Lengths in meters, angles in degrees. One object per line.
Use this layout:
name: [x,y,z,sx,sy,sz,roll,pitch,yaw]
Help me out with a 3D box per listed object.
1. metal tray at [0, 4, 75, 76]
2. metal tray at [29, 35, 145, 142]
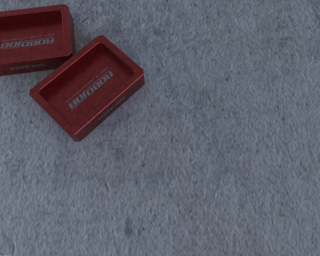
metal tray: [-0.193,-0.127,0.449,0.131,0.030,0.090,-8,70,-4]
metal tray: [-0.096,-0.056,0.424,0.090,0.030,0.130,42,75,13]
